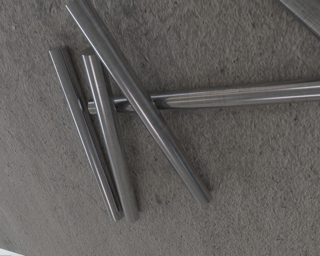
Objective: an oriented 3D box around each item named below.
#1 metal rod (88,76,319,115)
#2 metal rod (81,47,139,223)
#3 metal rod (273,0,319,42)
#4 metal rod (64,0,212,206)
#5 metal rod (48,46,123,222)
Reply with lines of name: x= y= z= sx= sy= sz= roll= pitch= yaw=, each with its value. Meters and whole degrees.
metal rod: x=0.038 y=-0.034 z=0.365 sx=0.300 sy=0.025 sz=0.025 roll=-2 pitch=118 yaw=29
metal rod: x=-0.061 y=0.032 z=0.435 sx=0.025 sy=0.025 sz=0.298 roll=11 pitch=131 yaw=22
metal rod: x=0.106 y=-0.126 z=0.272 sx=0.300 sy=0.025 sz=0.025 roll=41 pitch=129 yaw=-1
metal rod: x=-0.011 y=-0.014 z=0.371 sx=0.025 sy=0.025 sz=0.299 roll=-14 pitch=121 yaw=34
metal rod: x=-0.106 y=0.024 z=0.477 sx=0.025 sy=0.025 sz=0.298 roll=1 pitch=119 yaw=27
